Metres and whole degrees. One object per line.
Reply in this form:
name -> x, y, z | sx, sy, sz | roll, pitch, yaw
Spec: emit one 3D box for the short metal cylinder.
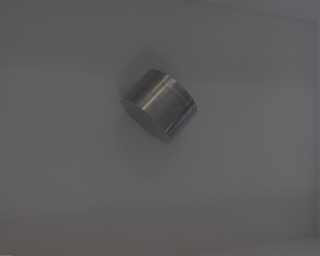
short metal cylinder -> -0.001, -0.026, 0.381 | 0.080, 0.080, 0.050 | 45, 76, -15
